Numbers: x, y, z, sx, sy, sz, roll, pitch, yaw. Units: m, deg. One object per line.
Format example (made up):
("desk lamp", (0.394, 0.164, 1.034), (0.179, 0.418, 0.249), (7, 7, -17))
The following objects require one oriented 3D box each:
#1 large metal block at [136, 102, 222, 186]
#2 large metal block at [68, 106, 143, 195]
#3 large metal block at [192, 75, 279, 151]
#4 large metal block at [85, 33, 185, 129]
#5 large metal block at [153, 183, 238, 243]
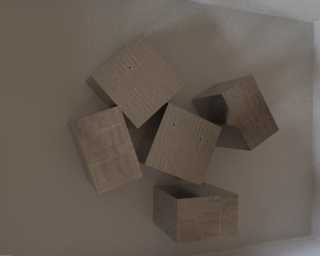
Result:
("large metal block", (0.022, 0.021, 0.405), (0.080, 0.050, 0.080), (24, 82, -19))
("large metal block", (-0.066, 0.022, 0.356), (0.050, 0.080, 0.080), (-20, 97, -19))
("large metal block", (0.099, -0.019, 0.417), (0.050, 0.080, 0.080), (-33, 101, -17))
("large metal block", (-0.032, -0.055, 0.384), (0.080, 0.050, 0.080), (-44, 104, -15))
("large metal block", (0.043, 0.104, 0.398), (0.081, 0.080, 0.050), (1, 90, -20))
